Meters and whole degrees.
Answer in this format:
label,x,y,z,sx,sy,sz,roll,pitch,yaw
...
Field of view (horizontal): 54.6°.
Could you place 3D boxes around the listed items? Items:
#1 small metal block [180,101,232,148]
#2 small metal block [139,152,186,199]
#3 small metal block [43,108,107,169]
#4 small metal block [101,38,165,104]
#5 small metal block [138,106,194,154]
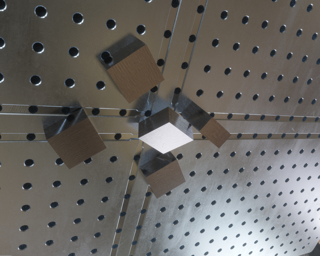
label,x,y,z,sx,sy,sz,roll,pitch,yaw
small metal block,0.063,-0.005,0.425,0.025,0.050,0.050,-49,129,6
small metal block,0.004,0.068,0.455,0.050,0.025,0.050,-29,128,-10
small metal block,-0.099,0.013,0.365,0.050,0.025,0.050,-30,129,-9
small metal block,-0.030,-0.065,0.354,0.050,0.025,0.050,-35,129,-5
small metal block,0.008,0.004,0.403,0.050,0.025,0.050,-27,136,30
